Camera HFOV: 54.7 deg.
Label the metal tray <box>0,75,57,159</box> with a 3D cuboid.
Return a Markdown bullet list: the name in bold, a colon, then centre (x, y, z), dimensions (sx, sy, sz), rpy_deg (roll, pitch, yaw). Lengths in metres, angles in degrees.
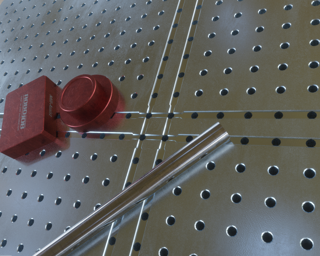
- **metal tray**: centre (-0.225, -0.021, 0.533), dimensions (0.090, 0.030, 0.130), rpy_deg (-23, 53, 13)

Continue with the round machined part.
- **round machined part**: centre (-0.117, -0.045, 0.485), dimensions (0.098, 0.042, 0.098), rpy_deg (-13, 56, 20)

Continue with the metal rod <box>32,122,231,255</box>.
- **metal rod**: centre (-0.045, 0.091, 0.374), dimensions (0.300, 0.025, 0.025), rpy_deg (-36, 51, 3)
